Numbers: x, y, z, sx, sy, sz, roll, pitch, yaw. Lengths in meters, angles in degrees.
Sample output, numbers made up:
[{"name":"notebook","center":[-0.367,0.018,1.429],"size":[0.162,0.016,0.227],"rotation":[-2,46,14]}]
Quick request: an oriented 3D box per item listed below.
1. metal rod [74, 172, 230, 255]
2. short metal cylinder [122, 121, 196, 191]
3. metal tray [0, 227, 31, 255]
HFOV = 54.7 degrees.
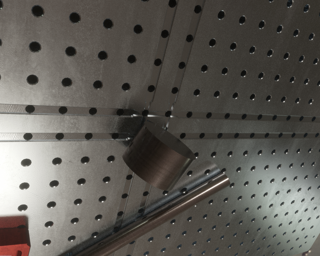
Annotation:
[{"name":"metal rod","center":[-0.019,0.153,0.497],"size":[0.302,0.025,0.025],"rotation":[-27,128,-12]},{"name":"short metal cylinder","center":[-0.001,0.035,0.398],"size":[0.080,0.080,0.050],"rotation":[27,103,-38]},{"name":"metal tray","center":[-0.228,0.191,0.401],"size":[0.091,0.030,0.129],"rotation":[7,115,-32]}]
